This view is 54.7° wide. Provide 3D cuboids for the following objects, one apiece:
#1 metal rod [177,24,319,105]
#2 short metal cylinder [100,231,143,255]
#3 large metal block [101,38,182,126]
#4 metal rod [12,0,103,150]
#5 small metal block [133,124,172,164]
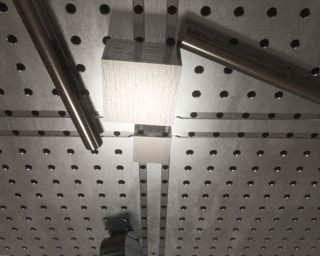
[{"bbox_3d":[0.162,-0.053,0.369,0.302,0.025,0.025,18,128,-16],"label":"metal rod"},{"bbox_3d":[-0.070,0.239,0.578,0.050,0.080,0.080,-18,128,14],"label":"short metal cylinder"},{"bbox_3d":[-0.022,-0.051,0.352,0.081,0.050,0.079,4,130,-4],"label":"large metal block"},{"bbox_3d":[-0.121,-0.089,0.333,0.025,0.025,0.298,-9,130,7],"label":"metal rod"},{"bbox_3d":[-0.011,0.023,0.431,0.050,0.025,0.050,3,130,-3],"label":"small metal block"}]
